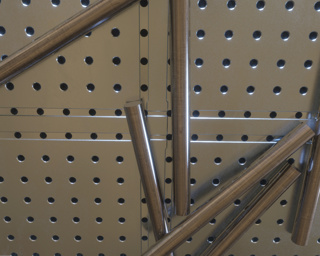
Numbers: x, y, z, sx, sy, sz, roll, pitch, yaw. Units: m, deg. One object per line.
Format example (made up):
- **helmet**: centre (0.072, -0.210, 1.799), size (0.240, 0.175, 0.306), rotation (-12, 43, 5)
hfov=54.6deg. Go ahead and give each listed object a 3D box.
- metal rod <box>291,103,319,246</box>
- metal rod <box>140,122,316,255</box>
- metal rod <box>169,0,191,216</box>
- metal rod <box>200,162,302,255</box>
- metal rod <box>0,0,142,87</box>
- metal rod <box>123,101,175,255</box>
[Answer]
- **metal rod**: centre (0.220, 0.033, 0.427), size (0.025, 0.025, 0.298), rotation (2, 110, -1)
- **metal rod**: centre (0.088, 0.100, 0.434), size (0.300, 0.025, 0.025), rotation (-42, 105, 7)
- **metal rod**: centre (0.027, -0.017, 0.407), size (0.025, 0.025, 0.298), rotation (-2, 110, 1)
- **metal rod**: centre (0.103, 0.170, 0.476), size (0.025, 0.025, 0.299), rotation (33, 107, -12)
- **metal rod**: centre (-0.130, -0.104, 0.374), size (0.300, 0.025, 0.025), rotation (-28, 108, 9)
- **metal rod**: centre (-0.008, 0.106, 0.452), size (0.025, 0.025, 0.298), rotation (-10, 110, 4)
